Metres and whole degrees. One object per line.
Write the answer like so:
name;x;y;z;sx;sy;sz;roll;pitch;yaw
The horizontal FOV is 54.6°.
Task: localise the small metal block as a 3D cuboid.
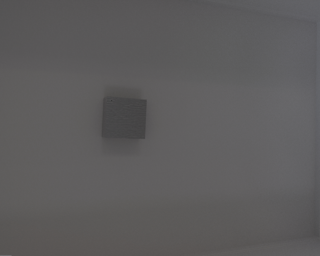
small metal block;-0.046;-0.012;0.394;0.050;0.025;0.050;3;89;-20
